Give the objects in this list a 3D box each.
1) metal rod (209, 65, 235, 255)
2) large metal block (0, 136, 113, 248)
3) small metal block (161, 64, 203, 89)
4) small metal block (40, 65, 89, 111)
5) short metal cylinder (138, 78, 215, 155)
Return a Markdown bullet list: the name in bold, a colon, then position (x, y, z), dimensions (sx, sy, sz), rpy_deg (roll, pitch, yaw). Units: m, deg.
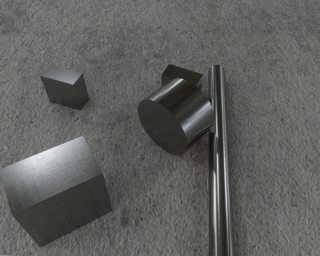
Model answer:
- **metal rod**: position (0.073, 0.026, 0.381), dimensions (0.025, 0.025, 0.300), rpy_deg (5, 50, 3)
- **large metal block**: position (-0.099, 0.065, 0.312), dimensions (0.081, 0.080, 0.050), rpy_deg (-24, 54, -19)
- **small metal block**: position (0.030, -0.056, 0.434), dimensions (0.050, 0.050, 0.025), rpy_deg (21, 53, 16)
- **small metal block**: position (-0.132, -0.056, 0.432), dimensions (0.050, 0.050, 0.025), rpy_deg (16, 52, 12)
- **short metal cylinder**: position (0.019, -0.013, 0.379), dimensions (0.080, 0.080, 0.050), rpy_deg (36, 59, 26)
